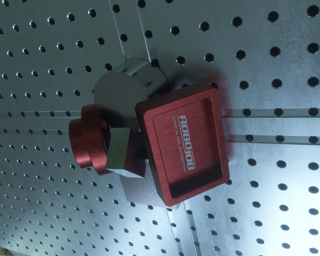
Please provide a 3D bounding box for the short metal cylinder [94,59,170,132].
[{"bbox_3d":[-0.034,-0.040,0.387,0.080,0.050,0.079,13,124,21],"label":"short metal cylinder"}]

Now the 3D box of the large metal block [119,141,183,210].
[{"bbox_3d":[-0.009,0.063,0.438,0.080,0.050,0.080,2,120,27],"label":"large metal block"}]

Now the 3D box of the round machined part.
[{"bbox_3d":[-0.091,0.018,0.418,0.042,0.098,0.097,-14,116,-2],"label":"round machined part"}]

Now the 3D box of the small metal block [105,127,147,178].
[{"bbox_3d":[-0.038,0.031,0.380,0.025,0.050,0.050,-2,160,26],"label":"small metal block"}]

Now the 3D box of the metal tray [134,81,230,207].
[{"bbox_3d":[0.030,0.020,0.368,0.030,0.091,0.129,-137,31,-60],"label":"metal tray"}]
